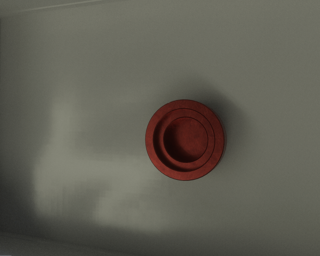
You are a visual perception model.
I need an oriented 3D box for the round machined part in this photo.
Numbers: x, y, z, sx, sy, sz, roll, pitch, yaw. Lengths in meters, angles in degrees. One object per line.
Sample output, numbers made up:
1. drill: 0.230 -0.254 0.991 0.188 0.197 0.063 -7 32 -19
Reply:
1. round machined part: 0.035 0.014 0.390 0.098 0.042 0.097 0 90 20
